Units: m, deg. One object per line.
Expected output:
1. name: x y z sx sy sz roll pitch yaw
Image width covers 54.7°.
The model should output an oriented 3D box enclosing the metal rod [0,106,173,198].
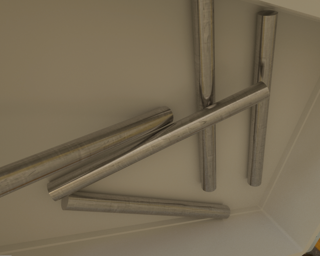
1. metal rod: -0.099 0.030 0.308 0.302 0.025 0.025 -23 130 -40

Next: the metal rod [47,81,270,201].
1. metal rod: 0.002 0.015 0.396 0.301 0.025 0.025 -26 128 -4

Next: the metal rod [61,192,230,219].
1. metal rod: -0.001 0.124 0.484 0.302 0.025 0.025 14 111 -34

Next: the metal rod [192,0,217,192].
1. metal rod: 0.064 -0.025 0.427 0.025 0.025 0.298 -20 126 -17

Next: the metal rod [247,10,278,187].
1. metal rod: 0.154 -0.024 0.477 0.025 0.025 0.298 -20 126 -17
